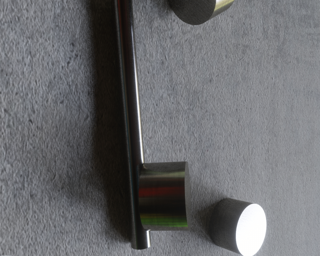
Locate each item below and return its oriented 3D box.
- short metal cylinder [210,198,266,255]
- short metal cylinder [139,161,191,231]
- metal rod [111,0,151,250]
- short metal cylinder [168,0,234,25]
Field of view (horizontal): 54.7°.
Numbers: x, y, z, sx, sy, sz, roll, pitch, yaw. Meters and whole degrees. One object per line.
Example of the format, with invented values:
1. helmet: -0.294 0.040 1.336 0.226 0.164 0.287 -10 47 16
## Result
1. short metal cylinder: 0.125 0.156 0.493 0.081 0.050 0.080 0 90 -40
2. short metal cylinder: 0.009 0.081 0.370 0.080 0.050 0.080 -5 91 -81
3. metal rod: -0.034 -0.003 0.375 0.025 0.025 0.298 -7 95 -40
4. short metal cylinder: 0.055 -0.186 0.415 0.050 0.080 0.080 -39 114 -33
